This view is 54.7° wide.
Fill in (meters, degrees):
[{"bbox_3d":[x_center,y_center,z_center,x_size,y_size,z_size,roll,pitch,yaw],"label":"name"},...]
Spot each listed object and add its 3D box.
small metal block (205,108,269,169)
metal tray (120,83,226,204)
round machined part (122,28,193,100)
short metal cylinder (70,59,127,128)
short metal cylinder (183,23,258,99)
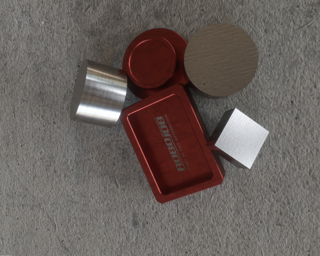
[{"bbox_3d":[0.090,0.013,0.360,0.050,0.025,0.050,34,77,-10],"label":"small metal block"},{"bbox_3d":[0.015,0.020,0.390,0.090,0.030,0.129,-23,92,18],"label":"metal tray"},{"bbox_3d":[-0.006,-0.082,0.404,0.098,0.042,0.097,0,90,20],"label":"round machined part"},{"bbox_3d":[-0.081,-0.044,0.403,0.050,0.080,0.080,13,96,-24],"label":"short metal cylinder"},{"bbox_3d":[0.067,-0.075,0.362,0.080,0.050,0.079,0,92,2],"label":"short metal cylinder"}]
